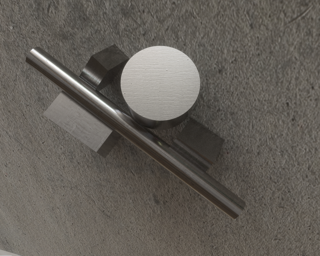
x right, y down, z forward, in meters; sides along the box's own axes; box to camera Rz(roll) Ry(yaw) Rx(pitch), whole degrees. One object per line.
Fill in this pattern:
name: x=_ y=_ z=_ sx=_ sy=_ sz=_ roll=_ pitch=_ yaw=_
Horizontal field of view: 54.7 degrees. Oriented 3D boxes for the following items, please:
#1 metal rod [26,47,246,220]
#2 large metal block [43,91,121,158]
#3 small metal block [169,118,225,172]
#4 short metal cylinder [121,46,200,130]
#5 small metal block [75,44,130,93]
metal rod: x=-0.030 y=0.004 z=0.361 sx=0.300 sy=0.025 sz=0.025 roll=37 pitch=129 yaw=3
large metal block: x=-0.096 y=-0.006 z=0.414 sx=0.080 sy=0.050 sz=0.080 roll=35 pitch=169 yaw=4
small metal block: x=0.045 y=0.021 z=0.377 sx=0.050 sy=0.050 sz=0.025 roll=35 pitch=129 yaw=4
short metal cylinder: x=0.000 y=-0.041 z=0.338 sx=0.080 sy=0.080 sz=0.050 roll=34 pitch=170 yaw=5
small metal block: x=-0.071 y=-0.072 z=0.384 sx=0.025 sy=0.050 sz=0.050 roll=44 pitch=129 yaw=-2
